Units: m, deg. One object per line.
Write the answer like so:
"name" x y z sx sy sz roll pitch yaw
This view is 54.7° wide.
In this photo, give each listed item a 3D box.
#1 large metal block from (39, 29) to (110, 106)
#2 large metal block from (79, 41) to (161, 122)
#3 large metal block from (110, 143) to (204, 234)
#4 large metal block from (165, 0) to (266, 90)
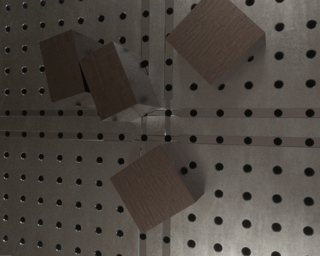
"large metal block" -0.108 -0.076 0.420 0.050 0.080 0.080 -14 85 19
"large metal block" -0.048 -0.055 0.399 0.050 0.080 0.080 -24 82 18
"large metal block" -0.003 0.075 0.400 0.080 0.050 0.080 -35 79 16
"large metal block" 0.068 -0.105 0.375 0.080 0.050 0.080 -45 77 14
